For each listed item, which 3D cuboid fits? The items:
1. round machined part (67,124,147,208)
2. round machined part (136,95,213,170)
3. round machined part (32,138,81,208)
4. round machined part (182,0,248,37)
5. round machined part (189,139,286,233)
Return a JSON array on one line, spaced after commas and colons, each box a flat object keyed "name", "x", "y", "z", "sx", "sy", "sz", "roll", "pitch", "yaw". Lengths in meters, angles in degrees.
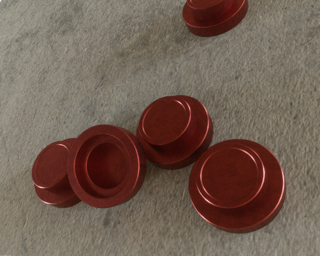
[{"name": "round machined part", "x": -0.061, "y": 0.046, "z": 0.380, "sx": 0.098, "sy": 0.042, "sz": 0.097, "roll": -2, "pitch": 84, "yaw": 22}, {"name": "round machined part", "x": 0.013, "y": -0.001, "z": 0.386, "sx": 0.098, "sy": 0.042, "sz": 0.098, "roll": -13, "pitch": 56, "yaw": 20}, {"name": "round machined part", "x": -0.135, "y": 0.057, "z": 0.427, "sx": 0.098, "sy": 0.042, "sz": 0.098, "roll": -13, "pitch": 56, "yaw": 20}, {"name": "round machined part", "x": 0.079, "y": -0.189, "z": 0.466, "sx": 0.098, "sy": 0.042, "sz": 0.098, "roll": -13, "pitch": 56, "yaw": 20}, {"name": "round machined part", "x": 0.076, "y": 0.054, "z": 0.319, "sx": 0.098, "sy": 0.042, "sz": 0.098, "roll": -13, "pitch": 56, "yaw": 20}]
